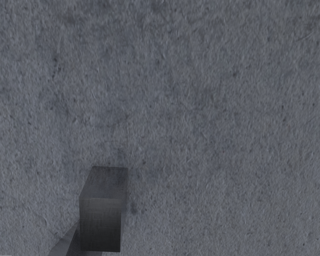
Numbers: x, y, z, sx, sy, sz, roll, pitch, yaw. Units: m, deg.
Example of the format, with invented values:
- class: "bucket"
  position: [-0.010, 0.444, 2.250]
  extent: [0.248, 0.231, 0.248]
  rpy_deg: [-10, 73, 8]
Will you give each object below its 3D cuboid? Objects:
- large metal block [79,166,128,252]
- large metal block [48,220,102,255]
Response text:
- class: "large metal block"
  position: [-0.074, 0.107, 0.419]
  extent: [0.050, 0.080, 0.079]
  rpy_deg: [3, 110, -2]
- class: "large metal block"
  position: [-0.129, 0.195, 0.451]
  extent: [0.050, 0.080, 0.080]
  rpy_deg: [39, 105, -13]
